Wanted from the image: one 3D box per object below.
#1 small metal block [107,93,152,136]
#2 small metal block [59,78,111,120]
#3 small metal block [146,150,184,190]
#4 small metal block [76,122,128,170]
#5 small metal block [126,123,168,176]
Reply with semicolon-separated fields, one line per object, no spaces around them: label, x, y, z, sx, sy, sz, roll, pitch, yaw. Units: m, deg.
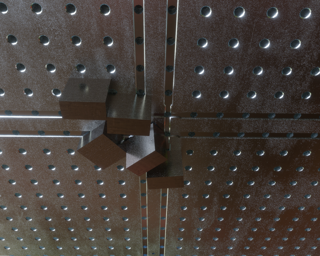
small metal block;-0.037;-0.017;0.380;0.050;0.050;0.025;4;130;-4
small metal block;-0.085;-0.035;0.364;0.050;0.050;0.025;2;129;-2
small metal block;0.008;0.059;0.446;0.050;0.050;0.025;-4;130;3
small metal block;-0.078;0.026;0.433;0.050;0.025;0.050;-31;124;24
small metal block;-0.019;0.029;0.419;0.050;0.050;0.025;-33;128;24
